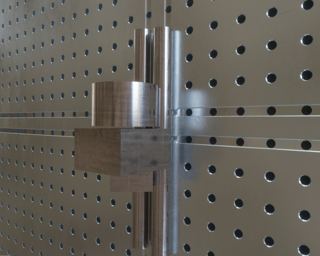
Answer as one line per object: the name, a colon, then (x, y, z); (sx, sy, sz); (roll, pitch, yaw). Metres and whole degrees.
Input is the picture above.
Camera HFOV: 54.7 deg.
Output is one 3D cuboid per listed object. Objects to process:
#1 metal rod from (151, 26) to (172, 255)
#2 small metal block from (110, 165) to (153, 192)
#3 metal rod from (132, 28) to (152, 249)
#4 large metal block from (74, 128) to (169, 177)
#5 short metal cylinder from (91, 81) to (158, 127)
metal rod: (0.002, 0.020, 0.407); (0.025, 0.025, 0.298); (1, 91, 39)
small metal block: (-0.036, 0.063, 0.391); (0.050, 0.050, 0.025); (1, 91, -5)
metal rod: (-0.025, 0.015, 0.430); (0.025, 0.025, 0.298); (1, 91, 39)
large metal block: (-0.046, 0.025, 0.377); (0.080, 0.081, 0.050); (1, 91, 39)
short metal cylinder: (-0.043, -0.027, 0.379); (0.080, 0.081, 0.050); (1, 91, 39)
